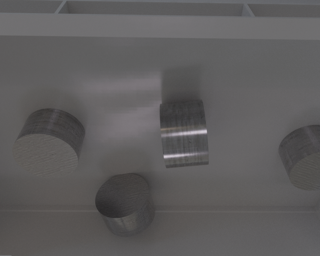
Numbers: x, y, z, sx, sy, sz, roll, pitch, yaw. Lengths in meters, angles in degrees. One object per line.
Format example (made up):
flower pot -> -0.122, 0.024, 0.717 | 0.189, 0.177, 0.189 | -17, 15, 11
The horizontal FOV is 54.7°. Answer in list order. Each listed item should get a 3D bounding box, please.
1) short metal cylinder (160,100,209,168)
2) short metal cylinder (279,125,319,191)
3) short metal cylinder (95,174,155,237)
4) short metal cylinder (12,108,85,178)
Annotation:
short metal cylinder -> 0.030, 0.007, 0.379 | 0.050, 0.080, 0.080 | -6, 130, 5
short metal cylinder -> 0.213, 0.042, 0.430 | 0.081, 0.050, 0.079 | 0, 130, 0
short metal cylinder -> -0.052, 0.116, 0.471 | 0.080, 0.080, 0.050 | -8, 130, 7
short metal cylinder -> -0.144, 0.021, 0.409 | 0.081, 0.050, 0.079 | 0, 130, 0
